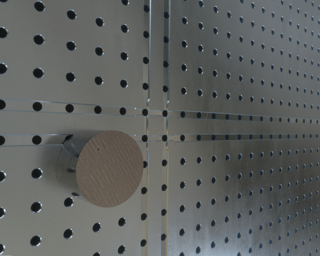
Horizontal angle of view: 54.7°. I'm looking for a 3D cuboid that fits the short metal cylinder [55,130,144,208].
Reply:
[{"bbox_3d":[-0.065,0.042,0.340,0.081,0.050,0.079,0,90,-40],"label":"short metal cylinder"}]
